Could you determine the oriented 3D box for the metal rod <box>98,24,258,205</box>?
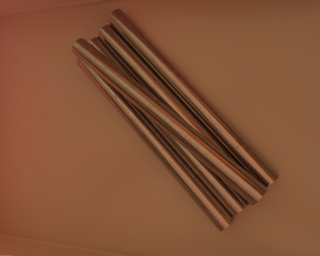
[{"bbox_3d":[0.019,-0.026,0.402,0.025,0.025,0.300,-45,76,14],"label":"metal rod"}]

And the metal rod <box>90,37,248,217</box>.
[{"bbox_3d":[0.001,-0.011,0.409,0.025,0.025,0.300,-45,76,14],"label":"metal rod"}]

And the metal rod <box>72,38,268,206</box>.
[{"bbox_3d":[0.000,-0.017,0.382,0.300,0.025,0.025,40,103,15],"label":"metal rod"}]

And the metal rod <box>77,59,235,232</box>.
[{"bbox_3d":[-0.013,0.009,0.414,0.025,0.025,0.300,-45,76,14],"label":"metal rod"}]

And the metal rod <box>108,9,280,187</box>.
[{"bbox_3d":[0.034,-0.046,0.397,0.025,0.025,0.300,-45,76,14],"label":"metal rod"}]
